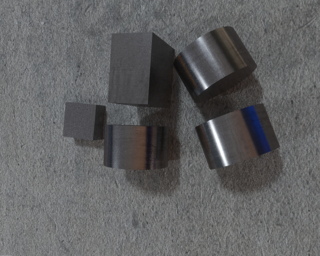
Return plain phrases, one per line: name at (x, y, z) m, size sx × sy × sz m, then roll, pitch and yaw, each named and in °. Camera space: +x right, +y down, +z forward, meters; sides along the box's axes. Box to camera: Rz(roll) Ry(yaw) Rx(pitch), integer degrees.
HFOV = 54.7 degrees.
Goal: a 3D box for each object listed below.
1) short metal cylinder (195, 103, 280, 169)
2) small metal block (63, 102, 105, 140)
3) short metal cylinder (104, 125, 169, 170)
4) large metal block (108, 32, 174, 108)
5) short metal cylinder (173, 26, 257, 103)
short metal cylinder at (0.086, 0.010, 0.349) m, size 0.080 × 0.080 × 0.050 m, roll -21°, pitch 83°, yaw 19°
small metal block at (-0.110, -0.010, 0.448) m, size 0.050 × 0.025 × 0.050 m, roll 6°, pitch 92°, yaw 19°
short metal cylinder at (-0.029, 0.022, 0.390) m, size 0.080 × 0.080 × 0.050 m, roll 2°, pitch 91°, yaw 20°
large metal block at (-0.021, -0.068, 0.387) m, size 0.050 × 0.080 × 0.079 m, roll 4°, pitch 92°, yaw 20°
short metal cylinder at (0.063, -0.071, 0.358) m, size 0.080 × 0.080 × 0.050 m, roll -31°, pitch 80°, yaw 17°
